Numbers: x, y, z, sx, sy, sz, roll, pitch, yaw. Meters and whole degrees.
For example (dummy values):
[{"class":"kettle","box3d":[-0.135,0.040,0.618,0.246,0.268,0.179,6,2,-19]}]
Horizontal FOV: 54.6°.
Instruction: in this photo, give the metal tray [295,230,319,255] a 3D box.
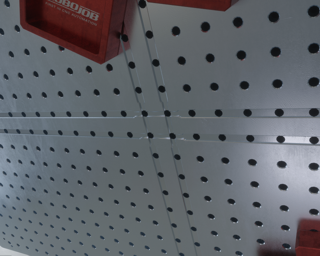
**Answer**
[{"class":"metal tray","box3d":[0.245,0.178,0.388,0.130,0.030,0.090,-4,117,30]}]

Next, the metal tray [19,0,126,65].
[{"class":"metal tray","box3d":[-0.109,-0.144,0.376,0.130,0.030,0.089,26,128,12]}]

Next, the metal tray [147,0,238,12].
[{"class":"metal tray","box3d":[0.032,-0.180,0.280,0.090,0.030,0.129,15,125,20]}]
